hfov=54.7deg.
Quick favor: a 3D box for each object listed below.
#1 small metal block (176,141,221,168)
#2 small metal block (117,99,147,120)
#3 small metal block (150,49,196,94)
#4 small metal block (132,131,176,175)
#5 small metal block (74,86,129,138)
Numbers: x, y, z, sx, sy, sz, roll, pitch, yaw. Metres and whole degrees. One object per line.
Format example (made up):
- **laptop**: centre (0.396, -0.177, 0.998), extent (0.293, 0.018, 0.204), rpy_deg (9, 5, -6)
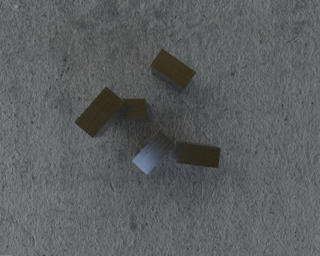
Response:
- **small metal block**: centre (0.047, 0.033, 0.398), extent (0.050, 0.050, 0.025), rpy_deg (7, 90, 0)
- **small metal block**: centre (-0.042, -0.023, 0.397), extent (0.050, 0.050, 0.025), rpy_deg (-1, 90, 0)
- **small metal block**: centre (0.016, -0.071, 0.397), extent (0.050, 0.050, 0.025), rpy_deg (35, 90, 0)
- **small metal block**: centre (-0.008, 0.030, 0.397), extent (0.025, 0.050, 0.050), rpy_deg (43, 90, 0)
- **small metal block**: centre (-0.063, -0.016, 0.347), extent (0.025, 0.050, 0.050), rpy_deg (41, 90, 0)
